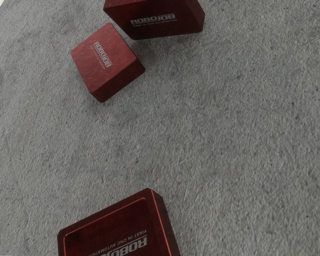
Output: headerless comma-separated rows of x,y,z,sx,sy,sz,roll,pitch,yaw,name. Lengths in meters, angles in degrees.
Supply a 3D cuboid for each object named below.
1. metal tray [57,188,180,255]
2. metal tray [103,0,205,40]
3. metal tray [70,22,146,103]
-0.049,0.135,0.343,0.130,0.030,0.090,-28,52,10,metal tray
-0.008,-0.177,0.472,0.130,0.090,0.030,2,73,29,metal tray
-0.091,-0.113,0.518,0.090,0.030,0.130,-36,51,4,metal tray
